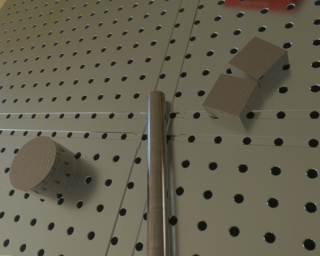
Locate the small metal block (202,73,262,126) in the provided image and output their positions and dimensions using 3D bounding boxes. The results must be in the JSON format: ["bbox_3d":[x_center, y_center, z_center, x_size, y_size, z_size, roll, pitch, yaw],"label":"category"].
[{"bbox_3d":[0.089,-0.036,0.383,0.050,0.025,0.050,21,73,36],"label":"small metal block"}]

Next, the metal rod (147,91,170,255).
[{"bbox_3d":[-0.003,0.082,0.359,0.025,0.025,0.299,-14,56,20],"label":"metal rod"}]

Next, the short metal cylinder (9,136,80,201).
[{"bbox_3d":[-0.164,0.058,0.443,0.080,0.050,0.080,-13,56,21],"label":"short metal cylinder"}]

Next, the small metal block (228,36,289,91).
[{"bbox_3d":[0.125,-0.082,0.393,0.050,0.025,0.050,-45,51,-3],"label":"small metal block"}]
